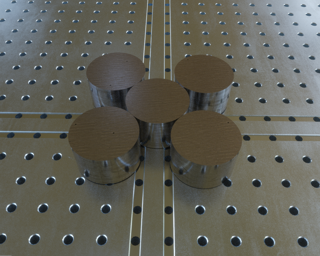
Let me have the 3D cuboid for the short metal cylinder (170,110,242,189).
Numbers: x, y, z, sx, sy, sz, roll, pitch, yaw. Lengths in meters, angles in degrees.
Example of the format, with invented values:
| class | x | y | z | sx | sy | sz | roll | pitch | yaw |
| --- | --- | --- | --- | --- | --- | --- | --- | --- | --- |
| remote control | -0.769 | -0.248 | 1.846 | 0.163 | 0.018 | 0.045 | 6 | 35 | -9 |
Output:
| class | x | y | z | sx | sy | sz | roll | pitch | yaw |
| --- | --- | --- | --- | --- | --- | --- | --- | --- | --- |
| short metal cylinder | 0.052 | 0.025 | 0.370 | 0.081 | 0.050 | 0.080 | 0 | 50 | 0 |

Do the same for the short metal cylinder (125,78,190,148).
| class | x | y | z | sx | sy | sz | roll | pitch | yaw |
| --- | --- | --- | --- | --- | --- | --- | --- | --- | --- |
| short metal cylinder | -0.003 | -0.020 | 0.407 | 0.081 | 0.050 | 0.080 | 0 | 50 | 0 |

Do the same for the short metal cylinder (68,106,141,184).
| class | x | y | z | sx | sy | sz | roll | pitch | yaw |
| --- | --- | --- | --- | --- | --- | --- | --- | --- | --- |
| short metal cylinder | -0.064 | 0.020 | 0.372 | 0.081 | 0.050 | 0.080 | 0 | 50 | 0 |

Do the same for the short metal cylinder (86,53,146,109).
| class | x | y | z | sx | sy | sz | roll | pitch | yaw |
| --- | --- | --- | --- | --- | --- | --- | --- | --- | --- |
| short metal cylinder | -0.060 | -0.063 | 0.443 | 0.081 | 0.050 | 0.080 | 0 | 50 | 0 |

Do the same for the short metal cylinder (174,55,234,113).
| class | x | y | z | sx | sy | sz | roll | pitch | yaw |
| --- | --- | --- | --- | --- | --- | --- | --- | --- | --- |
| short metal cylinder | 0.060 | -0.059 | 0.439 | 0.081 | 0.050 | 0.080 | 0 | 50 | 0 |
